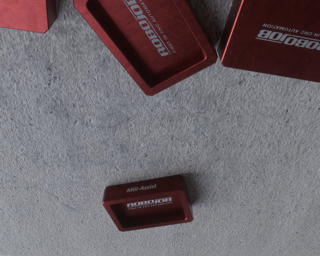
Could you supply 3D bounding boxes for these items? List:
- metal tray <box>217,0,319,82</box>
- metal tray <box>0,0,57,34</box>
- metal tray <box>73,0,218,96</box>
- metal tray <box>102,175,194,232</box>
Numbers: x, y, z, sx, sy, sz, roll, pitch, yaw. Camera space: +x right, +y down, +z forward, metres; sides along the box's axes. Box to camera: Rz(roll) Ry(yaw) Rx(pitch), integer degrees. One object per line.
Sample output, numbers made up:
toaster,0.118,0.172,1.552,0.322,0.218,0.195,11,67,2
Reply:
metal tray,0.136,-0.100,0.320,0.131,0.030,0.089,8,130,-7
metal tray,-0.167,-0.143,0.281,0.131,0.030,0.089,7,130,-6
metal tray,-0.010,-0.103,0.315,0.090,0.030,0.130,-26,126,20
metal tray,-0.018,0.127,0.511,0.131,0.030,0.090,-11,130,9
